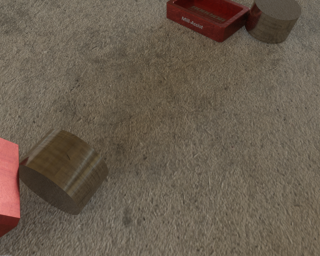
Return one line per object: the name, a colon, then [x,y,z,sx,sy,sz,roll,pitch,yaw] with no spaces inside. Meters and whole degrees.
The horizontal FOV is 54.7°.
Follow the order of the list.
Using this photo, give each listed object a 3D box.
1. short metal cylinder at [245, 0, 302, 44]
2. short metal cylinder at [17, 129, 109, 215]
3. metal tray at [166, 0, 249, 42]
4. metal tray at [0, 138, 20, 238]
short metal cylinder: [0.197,-0.194,0.543,0.081,0.050,0.080,4,56,-6]
short metal cylinder: [-0.103,0.047,0.327,0.080,0.080,0.050,22,54,17]
metal tray: [0.088,-0.216,0.581,0.130,0.030,0.090,34,58,25]
metal tray: [-0.187,0.076,0.290,0.130,0.030,0.090,-35,50,16]
